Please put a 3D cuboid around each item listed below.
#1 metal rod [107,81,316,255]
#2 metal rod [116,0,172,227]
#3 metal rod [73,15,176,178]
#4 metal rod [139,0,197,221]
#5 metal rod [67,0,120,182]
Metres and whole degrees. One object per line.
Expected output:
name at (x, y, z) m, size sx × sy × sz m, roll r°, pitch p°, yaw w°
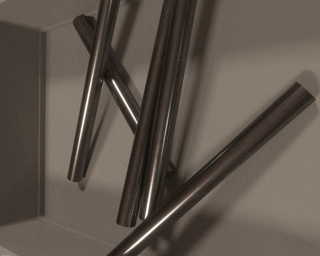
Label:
metal rod at (0.040, 0.067, 0.341) m, size 0.299 × 0.025 × 0.025 m, roll -46°, pitch 62°, yaw 19°
metal rod at (-0.012, -0.025, 0.390) m, size 0.025 × 0.025 × 0.298 m, roll 12°, pitch 90°, yaw 39°
metal rod at (-0.061, -0.058, 0.454) m, size 0.025 × 0.025 × 0.299 m, roll -45°, pitch 63°, yaw 30°
metal rod at (0.010, -0.030, 0.355) m, size 0.025 × 0.025 × 0.298 m, roll 20°, pitch 107°, yaw 38°
metal rod at (-0.103, -0.046, 0.462) m, size 0.025 × 0.025 × 0.298 m, roll 35°, pitch 120°, yaw 34°
